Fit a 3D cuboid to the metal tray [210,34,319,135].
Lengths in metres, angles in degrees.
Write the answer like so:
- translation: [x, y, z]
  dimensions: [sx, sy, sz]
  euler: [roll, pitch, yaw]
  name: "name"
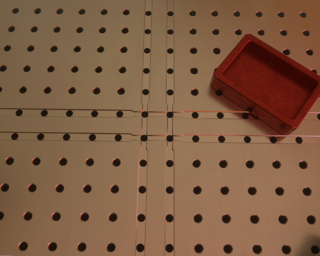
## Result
- translation: [0.149, -0.062, 0.432]
  dimensions: [0.130, 0.030, 0.090]
  euler: [36, 74, 12]
  name: "metal tray"
